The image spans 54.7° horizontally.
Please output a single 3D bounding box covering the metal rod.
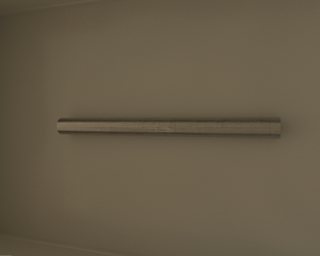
[{"bbox_3d":[-0.003,-0.001,0.408,0.301,0.025,0.025,1,90,19],"label":"metal rod"}]
